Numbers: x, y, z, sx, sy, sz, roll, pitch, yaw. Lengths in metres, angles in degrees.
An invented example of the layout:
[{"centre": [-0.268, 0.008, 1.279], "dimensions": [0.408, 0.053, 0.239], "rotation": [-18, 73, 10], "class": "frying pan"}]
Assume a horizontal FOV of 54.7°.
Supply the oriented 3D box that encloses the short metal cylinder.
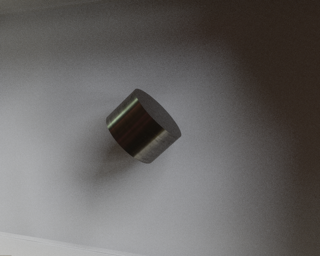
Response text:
[{"centre": [-0.019, -0.003, 0.385], "dimensions": [0.050, 0.080, 0.080], "rotation": [-43, 77, 15], "class": "short metal cylinder"}]
